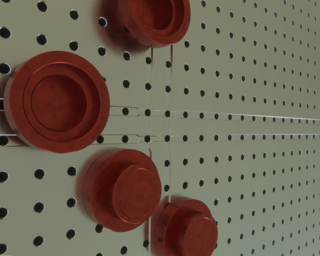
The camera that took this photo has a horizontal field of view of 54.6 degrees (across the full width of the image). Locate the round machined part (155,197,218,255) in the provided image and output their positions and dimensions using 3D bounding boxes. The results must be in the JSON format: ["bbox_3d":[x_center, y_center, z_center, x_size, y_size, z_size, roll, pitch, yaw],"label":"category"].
[{"bbox_3d":[0.043,0.149,0.434,0.099,0.042,0.097,0,90,-40],"label":"round machined part"}]

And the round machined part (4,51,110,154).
[{"bbox_3d":[-0.103,-0.024,0.311,0.099,0.042,0.097,0,90,-40],"label":"round machined part"}]

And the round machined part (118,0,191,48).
[{"bbox_3d":[-0.011,-0.149,0.388,0.099,0.042,0.097,0,90,-40],"label":"round machined part"}]

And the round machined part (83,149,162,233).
[{"bbox_3d":[-0.037,0.074,0.366,0.099,0.042,0.097,0,90,-40],"label":"round machined part"}]
